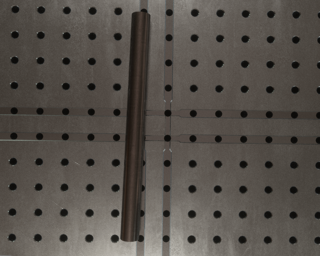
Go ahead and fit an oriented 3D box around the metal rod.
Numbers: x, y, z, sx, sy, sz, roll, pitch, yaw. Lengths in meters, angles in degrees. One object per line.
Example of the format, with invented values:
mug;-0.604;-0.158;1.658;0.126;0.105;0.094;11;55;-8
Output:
metal rod;-0.033;-0.002;0.412;0.025;0.025;0.298;3;90;-1
